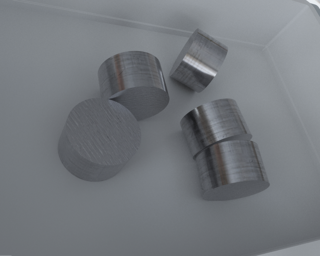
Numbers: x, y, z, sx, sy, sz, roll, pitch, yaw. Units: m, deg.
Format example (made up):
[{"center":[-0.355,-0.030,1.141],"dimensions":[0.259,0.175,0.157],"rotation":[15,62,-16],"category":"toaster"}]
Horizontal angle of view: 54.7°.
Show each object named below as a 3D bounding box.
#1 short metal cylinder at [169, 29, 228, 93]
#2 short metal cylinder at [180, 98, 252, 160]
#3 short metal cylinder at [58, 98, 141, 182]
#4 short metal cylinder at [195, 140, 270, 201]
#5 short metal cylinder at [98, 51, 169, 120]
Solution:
[{"center":[0.056,-0.099,0.461],"dimensions":[0.050,0.080,0.080],"rotation":[29,52,-10],"category":"short metal cylinder"},{"center":[0.073,0.004,0.407],"dimensions":[0.081,0.080,0.050],"rotation":[-6,65,-31],"category":"short metal cylinder"},{"center":[-0.068,0.014,0.345],"dimensions":[0.081,0.050,0.080],"rotation":[14,56,-21],"category":"short metal cylinder"},{"center":[0.088,0.055,0.384],"dimensions":[0.081,0.080,0.050],"rotation":[6,59,-25],"category":"short metal cylinder"},{"center":[-0.033,-0.049,0.382],"dimensions":[0.081,0.080,0.050],"rotation":[1,61,-28],"category":"short metal cylinder"}]
